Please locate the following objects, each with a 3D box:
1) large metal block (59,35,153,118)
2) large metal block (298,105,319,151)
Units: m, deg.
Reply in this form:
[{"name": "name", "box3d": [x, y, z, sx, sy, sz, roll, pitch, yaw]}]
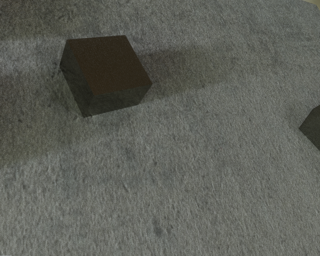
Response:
[{"name": "large metal block", "box3d": [-0.070, -0.067, 0.393, 0.081, 0.050, 0.080, -17, 71, -35]}, {"name": "large metal block", "box3d": [0.311, 0.000, 0.559, 0.080, 0.050, 0.080, 48, 51, 5]}]
